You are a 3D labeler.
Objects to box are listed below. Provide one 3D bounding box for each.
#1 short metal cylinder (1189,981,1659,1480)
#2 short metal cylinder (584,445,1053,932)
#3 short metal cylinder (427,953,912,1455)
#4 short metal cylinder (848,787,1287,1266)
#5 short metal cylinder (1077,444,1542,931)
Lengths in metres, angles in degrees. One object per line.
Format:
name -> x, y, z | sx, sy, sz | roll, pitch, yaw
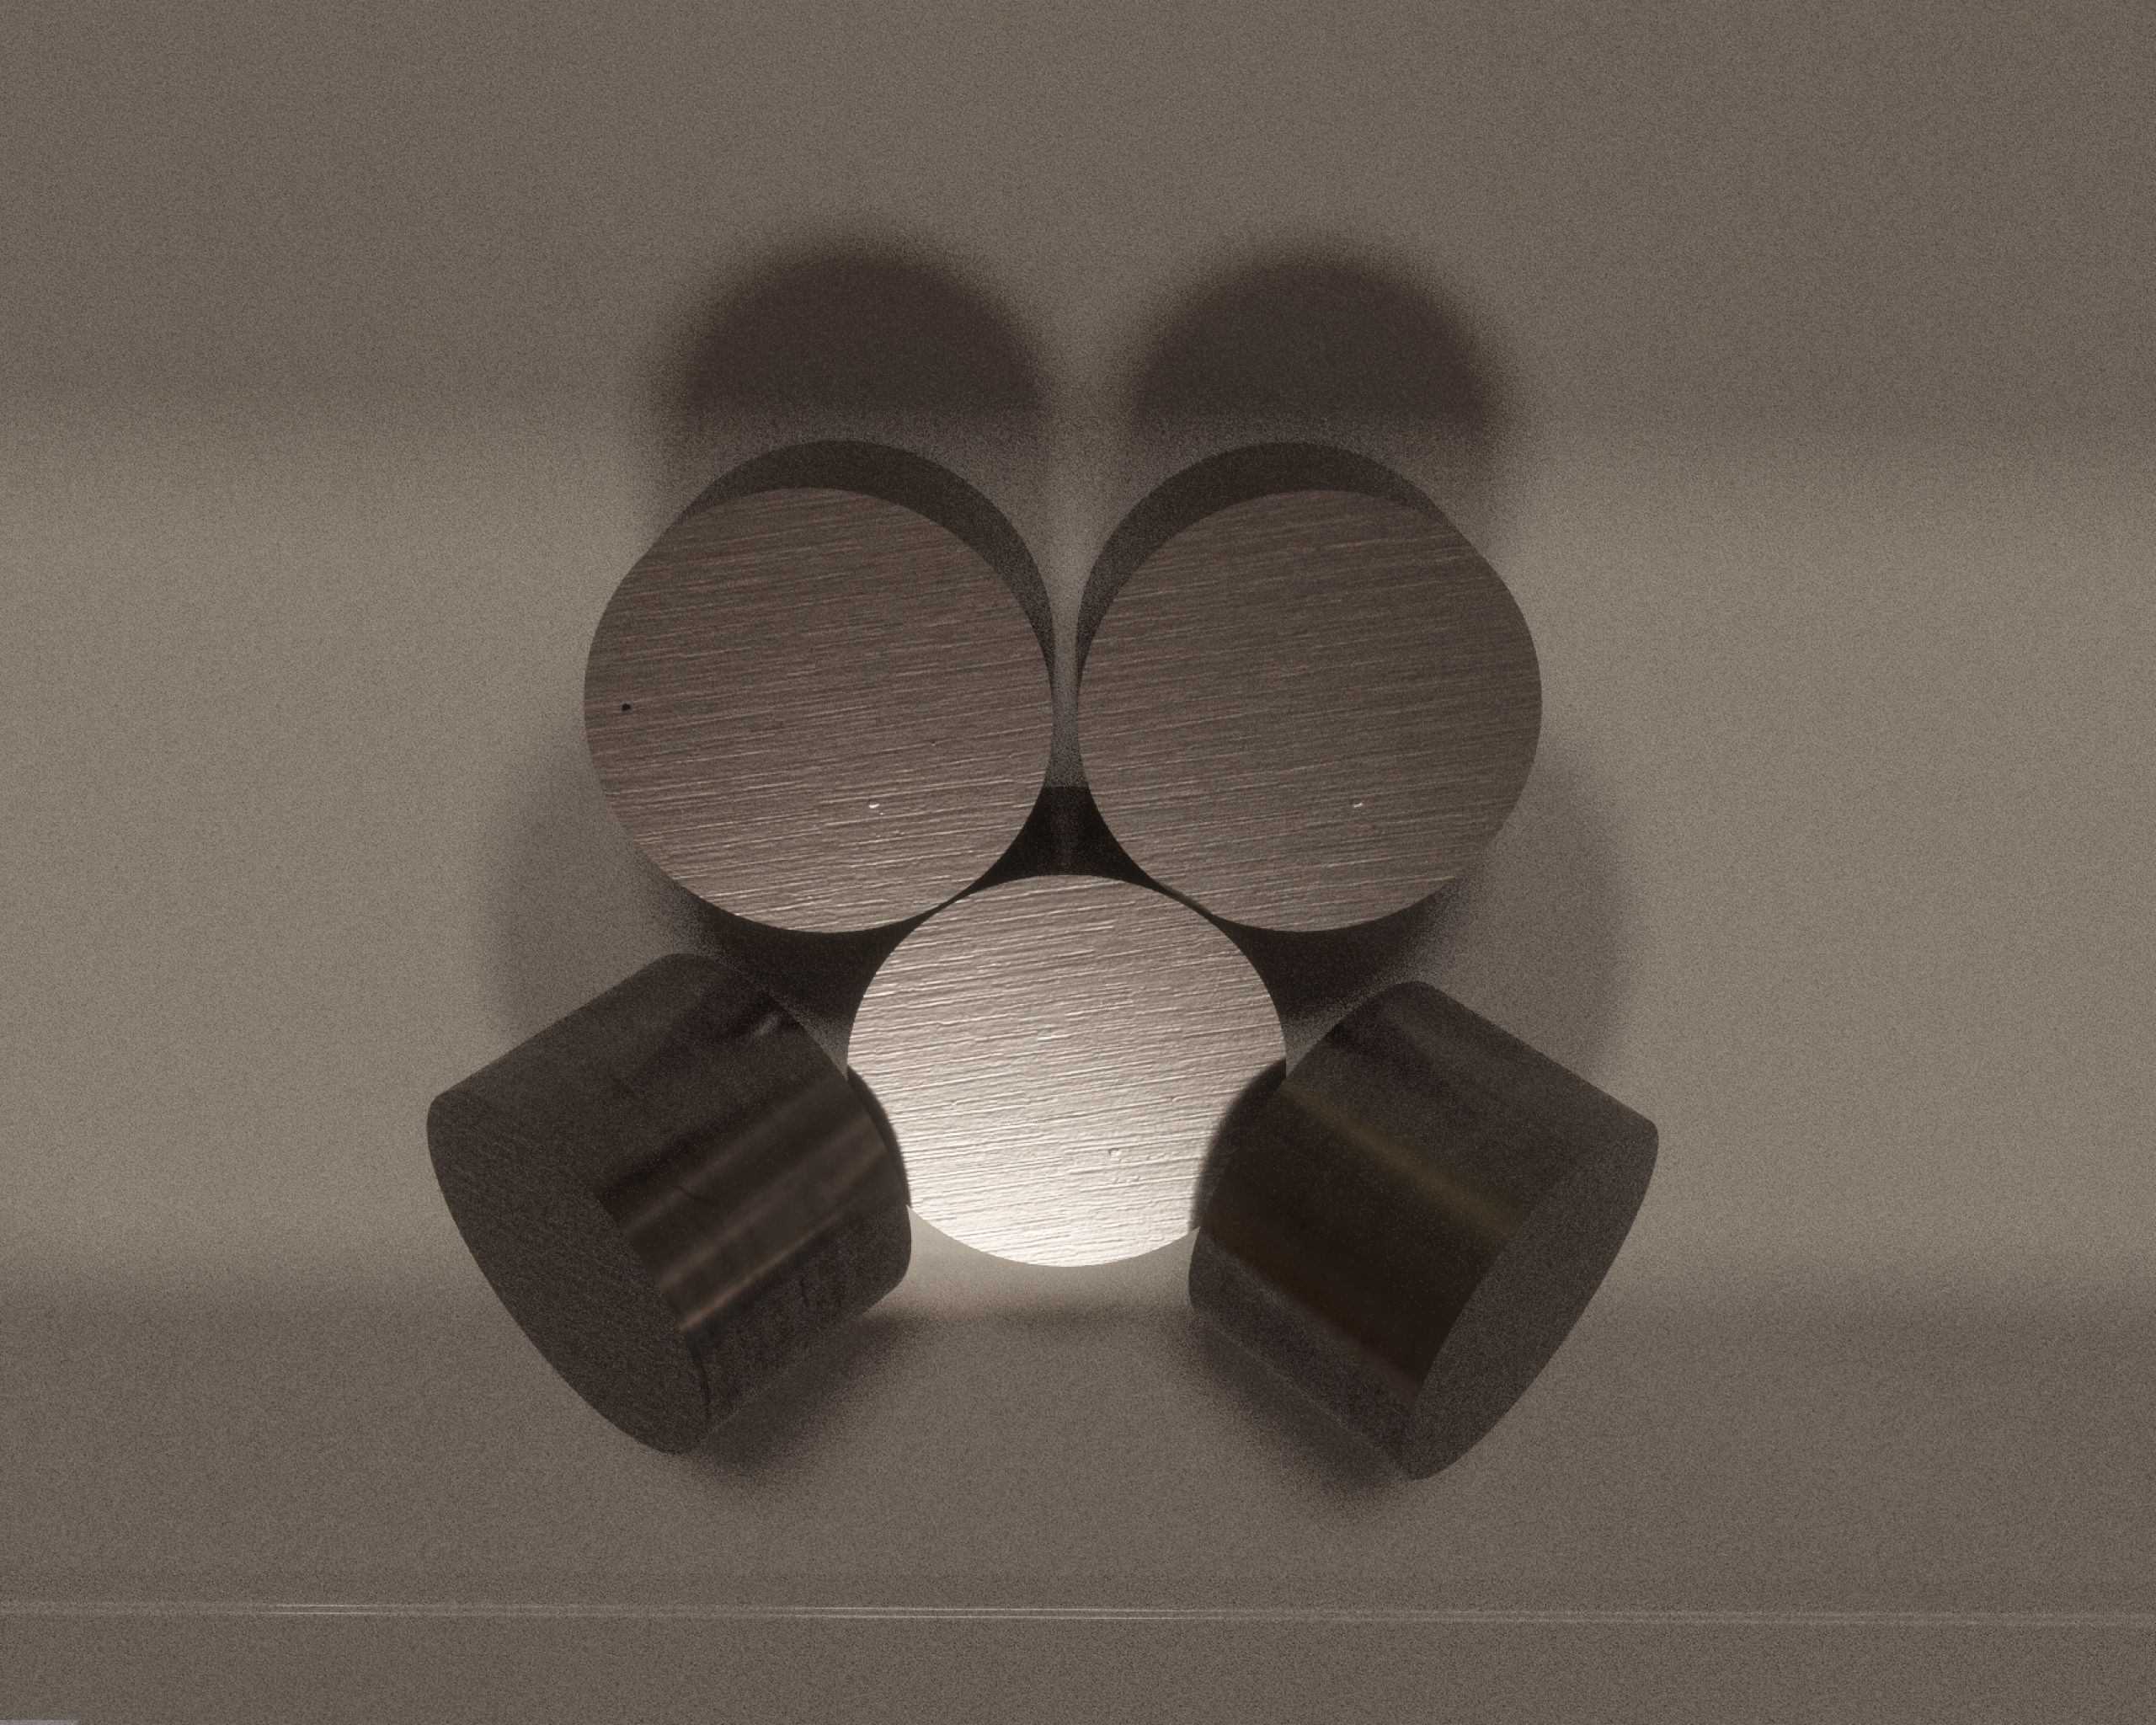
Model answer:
short metal cylinder -> 0.067, 0.070, 0.400 | 0.050, 0.081, 0.079 | 33, 112, 30
short metal cylinder -> -0.045, -0.033, 0.382 | 0.081, 0.050, 0.079 | 0, 110, -1
short metal cylinder -> -0.078, 0.064, 0.397 | 0.050, 0.080, 0.080 | -35, 114, -35
short metal cylinder -> -0.002, 0.031, 0.406 | 0.081, 0.050, 0.079 | 0, 110, -1
short metal cylinder -> 0.040, -0.034, 0.385 | 0.081, 0.050, 0.079 | 0, 110, -1
